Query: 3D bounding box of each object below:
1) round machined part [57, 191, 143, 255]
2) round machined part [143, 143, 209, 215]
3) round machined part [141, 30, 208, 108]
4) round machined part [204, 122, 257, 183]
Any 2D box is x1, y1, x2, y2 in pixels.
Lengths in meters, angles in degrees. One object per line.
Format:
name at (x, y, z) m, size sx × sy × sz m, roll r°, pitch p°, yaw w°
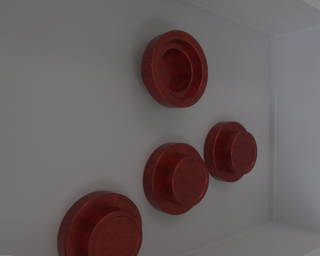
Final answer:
round machined part at (-0.059, 0.122, 0.346) m, size 0.099 × 0.042 × 0.097 m, roll 0°, pitch 90°, yaw -40°
round machined part at (0.029, 0.069, 0.420) m, size 0.099 × 0.042 × 0.097 m, roll 0°, pitch 90°, yaw -40°
round machined part at (0.015, -0.075, 0.408) m, size 0.099 × 0.042 × 0.097 m, roll 0°, pitch 90°, yaw -40°
round machined part at (0.118, 0.038, 0.495) m, size 0.099 × 0.042 × 0.097 m, roll 0°, pitch 90°, yaw -40°
